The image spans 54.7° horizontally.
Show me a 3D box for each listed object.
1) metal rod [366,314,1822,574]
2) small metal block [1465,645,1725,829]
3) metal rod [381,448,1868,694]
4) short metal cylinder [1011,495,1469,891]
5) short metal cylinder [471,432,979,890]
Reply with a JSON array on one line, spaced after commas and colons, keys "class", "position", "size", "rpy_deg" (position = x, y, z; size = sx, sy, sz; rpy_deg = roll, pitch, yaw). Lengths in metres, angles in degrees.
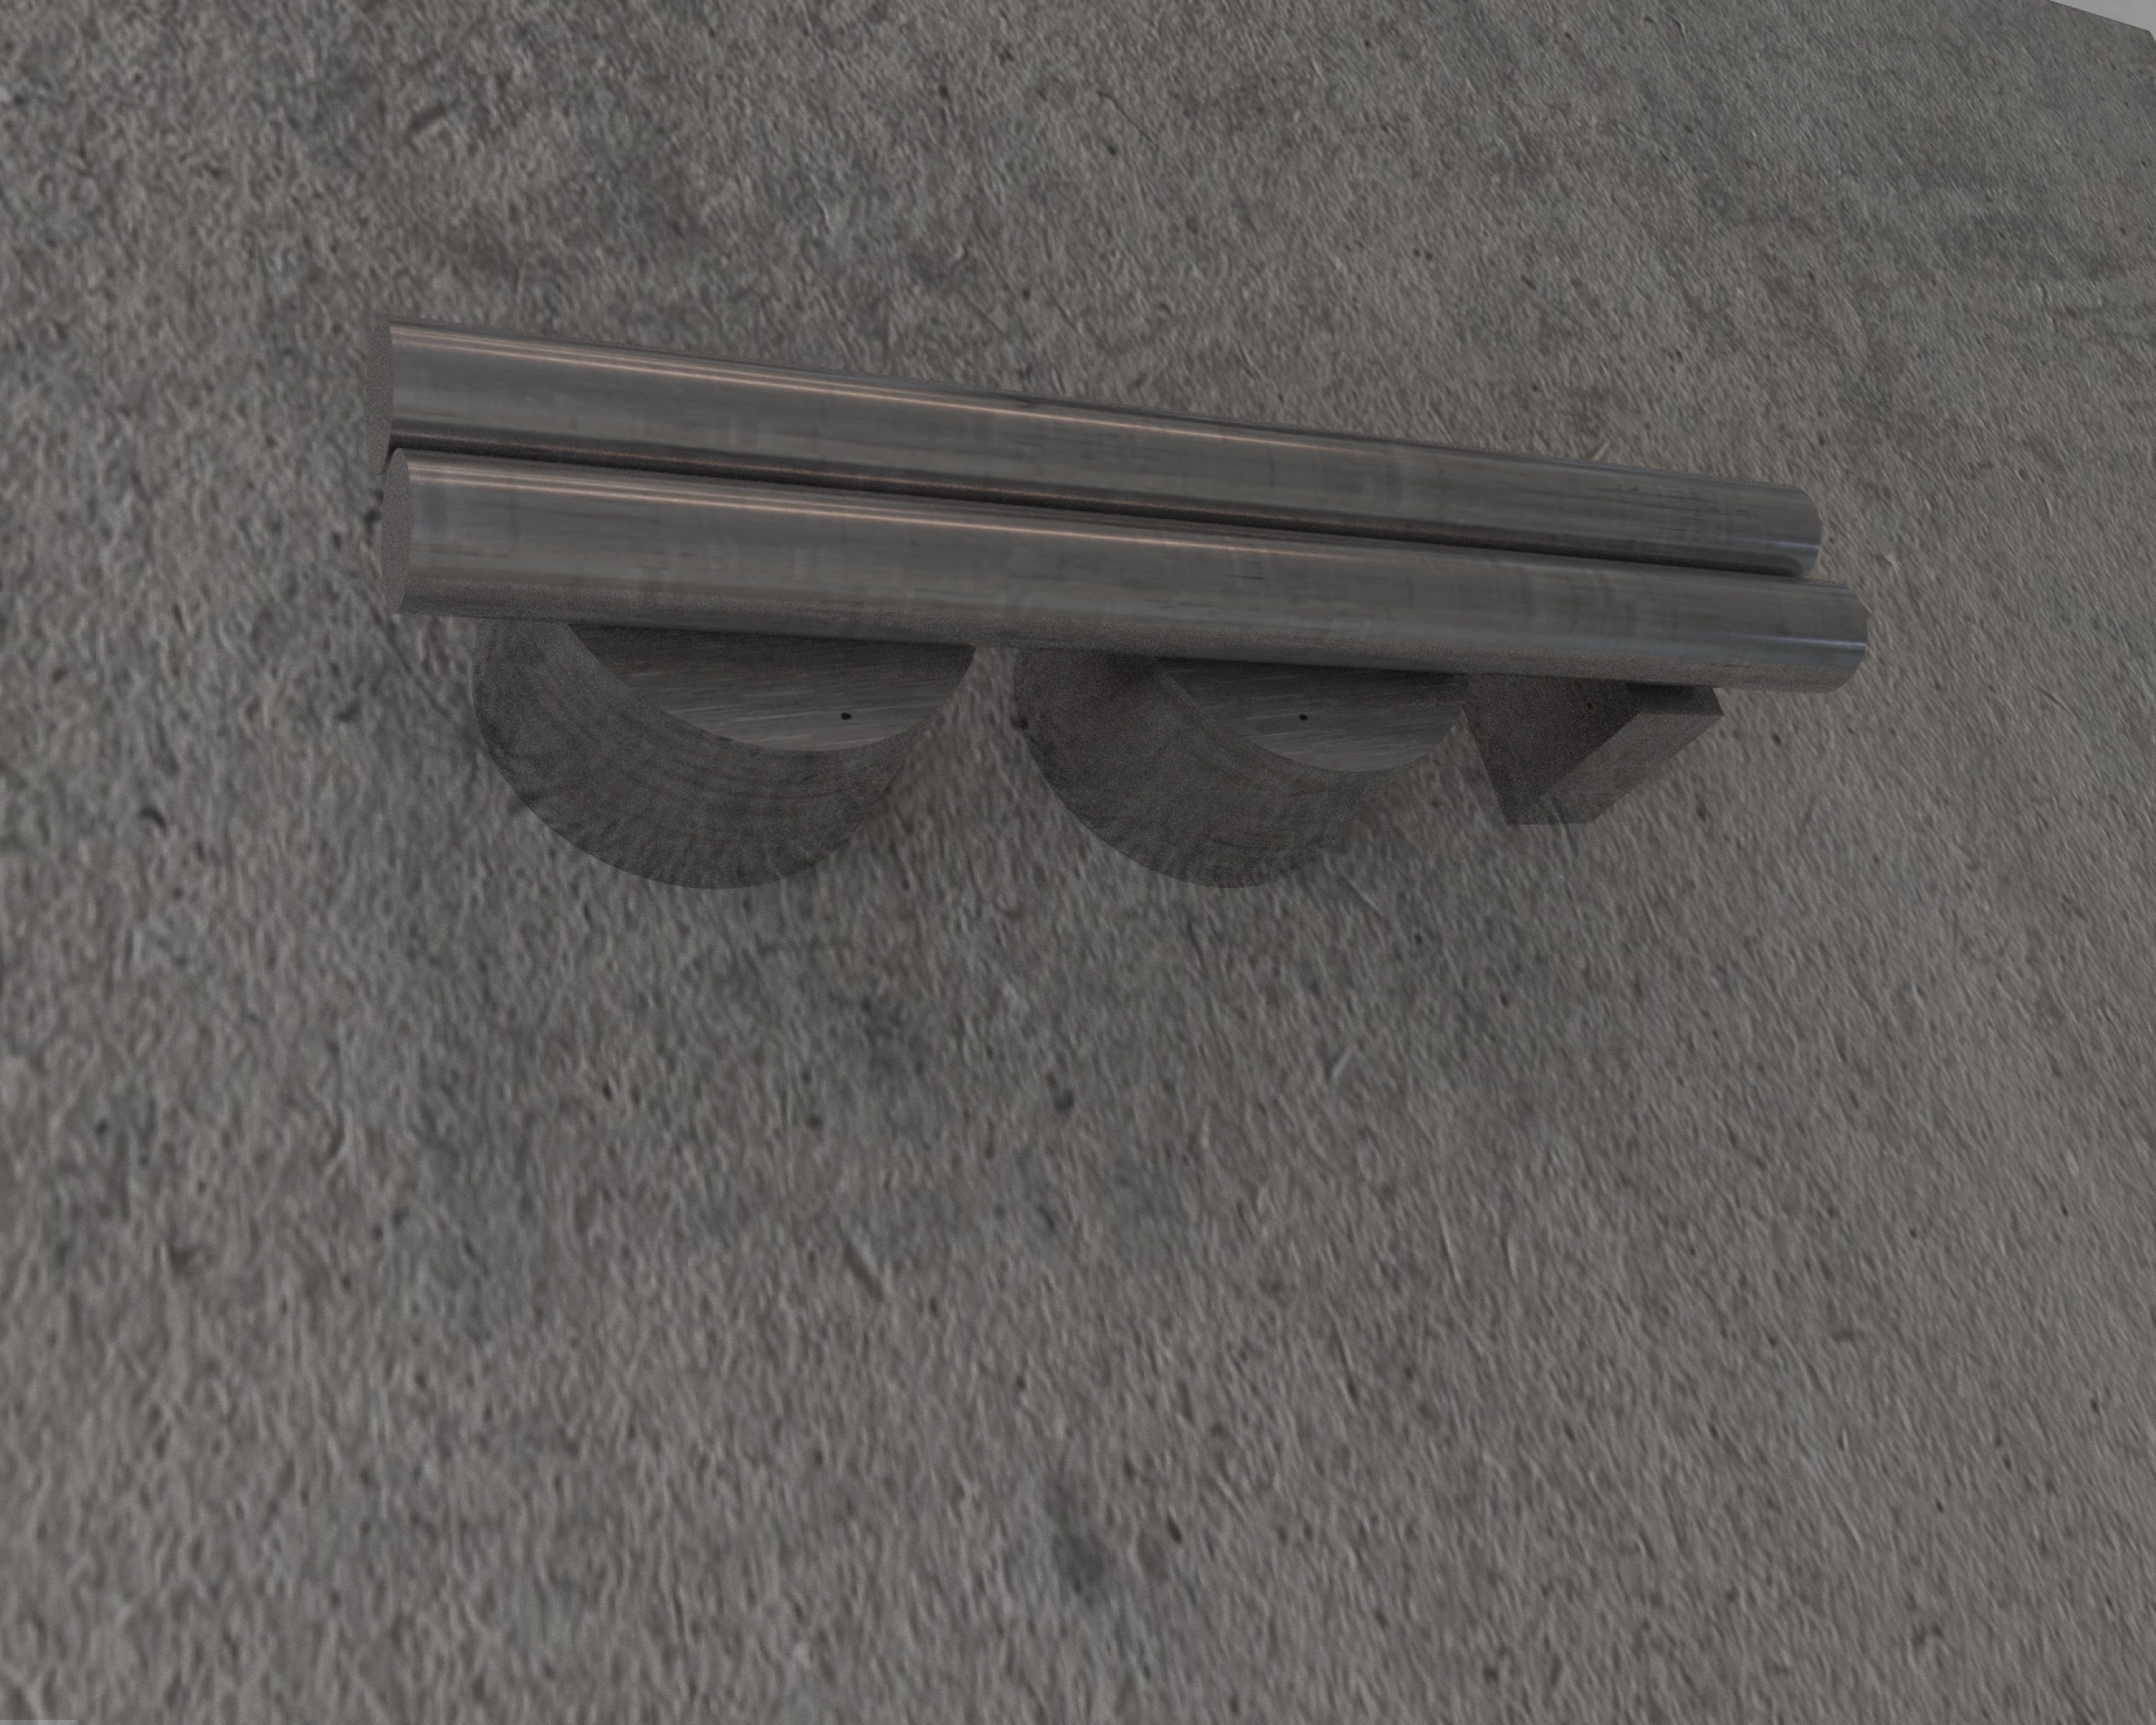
[{"class": "metal rod", "position": [0.024, -0.073, 0.397], "size": [0.303, 0.025, 0.025], "rpy_deg": [0, 62, -28]}, {"class": "small metal block", "position": [0.113, -0.042, 0.477], "size": [0.025, 0.050, 0.050], "rpy_deg": [-1, 62, -29]}, {"class": "metal rod", "position": [0.030, -0.050, 0.387], "size": [0.303, 0.025, 0.025], "rpy_deg": [0, 62, -28]}, {"class": "short metal cylinder", "position": [0.033, -0.041, 0.432], "size": [0.081, 0.050, 0.080], "rpy_deg": [14, 56, -21]}, {"class": "short metal cylinder", "position": [-0.064, -0.042, 0.379], "size": [0.081, 0.050, 0.080], "rpy_deg": [14, 56, -21]}]
